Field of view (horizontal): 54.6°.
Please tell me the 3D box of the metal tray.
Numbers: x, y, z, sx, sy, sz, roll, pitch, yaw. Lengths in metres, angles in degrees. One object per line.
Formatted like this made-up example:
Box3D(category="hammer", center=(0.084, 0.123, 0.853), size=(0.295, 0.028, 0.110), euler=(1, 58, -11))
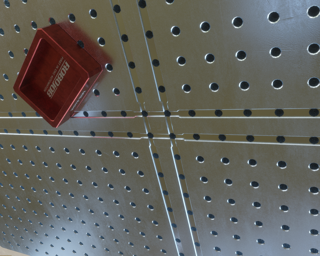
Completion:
Box3D(category="metal tray", center=(-0.151, -0.070, 0.444), size=(0.090, 0.030, 0.129), euler=(44, 129, -3))
